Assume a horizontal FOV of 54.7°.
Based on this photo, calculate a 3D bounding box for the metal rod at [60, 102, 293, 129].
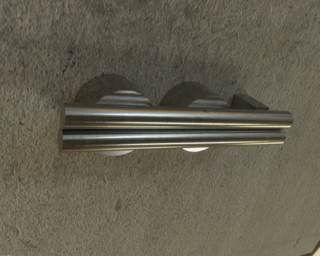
[{"bbox_3d":[0.043,-0.011,0.359,0.303,0.025,0.025,0,119,-29],"label":"metal rod"}]

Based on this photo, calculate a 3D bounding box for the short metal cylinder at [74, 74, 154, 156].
[{"bbox_3d":[-0.052,-0.015,0.353,0.081,0.050,0.079,-14,124,-21],"label":"short metal cylinder"}]

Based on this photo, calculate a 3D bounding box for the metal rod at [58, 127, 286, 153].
[{"bbox_3d":[0.037,0.011,0.370,0.303,0.025,0.025,0,119,-29],"label":"metal rod"}]

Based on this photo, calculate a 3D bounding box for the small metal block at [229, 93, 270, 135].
[{"bbox_3d":[0.124,-0.018,0.451,0.025,0.050,0.050,-2,119,-28],"label":"small metal block"}]

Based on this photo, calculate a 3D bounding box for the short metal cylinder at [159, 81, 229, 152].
[{"bbox_3d":[0.044,-0.016,0.407,0.081,0.050,0.079,-14,124,-21],"label":"short metal cylinder"}]
